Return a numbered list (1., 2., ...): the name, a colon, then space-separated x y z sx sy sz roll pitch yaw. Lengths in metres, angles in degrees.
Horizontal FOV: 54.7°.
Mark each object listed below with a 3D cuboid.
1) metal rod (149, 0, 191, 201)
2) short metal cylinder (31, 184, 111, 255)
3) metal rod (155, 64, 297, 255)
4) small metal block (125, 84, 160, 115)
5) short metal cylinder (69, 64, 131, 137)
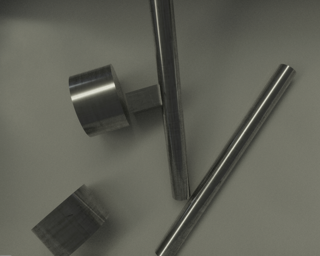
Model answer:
1. metal rod: 0.012 -0.045 0.353 0.025 0.025 0.298 -7 114 0
2. short metal cylinder: -0.108 0.115 0.383 0.080 0.080 0.050 -41 91 0
3. metal rod: 0.087 0.046 0.412 0.025 0.025 0.299 34 90 -1
4. small metal block: -0.015 -0.037 0.399 0.050 0.050 0.025 -16 90 0
5. short metal cylinder: -0.072 -0.034 0.383 0.050 0.080 0.080 -17 90 0
